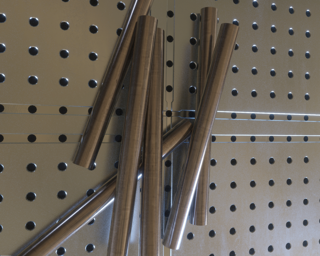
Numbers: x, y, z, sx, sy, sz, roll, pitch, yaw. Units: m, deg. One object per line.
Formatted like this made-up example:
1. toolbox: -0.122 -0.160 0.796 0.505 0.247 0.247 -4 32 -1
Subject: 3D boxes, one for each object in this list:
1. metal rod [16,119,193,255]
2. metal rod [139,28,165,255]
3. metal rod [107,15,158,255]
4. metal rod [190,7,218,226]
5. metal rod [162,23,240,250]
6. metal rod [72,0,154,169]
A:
1. metal rod: -0.072 0.088 0.385 0.301 0.025 0.025 -39 103 -16
2. metal rod: -0.009 0.020 0.384 0.025 0.025 0.299 5 79 -20
3. metal rod: -0.033 0.015 0.373 0.025 0.025 0.299 8 87 -20
4. metal rod: 0.061 -0.017 0.434 0.025 0.025 0.298 3 89 -20
5. metal rod: 0.053 0.013 0.408 0.025 0.025 0.298 14 94 -20
6. metal rod: -0.046 -0.094 0.395 0.025 0.025 0.299 21 83 -19
